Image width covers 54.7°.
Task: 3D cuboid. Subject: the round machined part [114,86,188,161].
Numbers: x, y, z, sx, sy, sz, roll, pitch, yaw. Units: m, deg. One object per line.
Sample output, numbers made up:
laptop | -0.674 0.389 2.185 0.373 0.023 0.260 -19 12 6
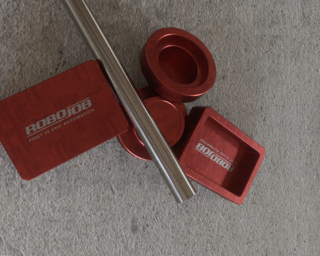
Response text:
round machined part | -0.007 -0.006 0.399 0.099 0.042 0.097 0 90 -20

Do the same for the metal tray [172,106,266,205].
metal tray | 0.080 0.039 0.426 0.130 0.030 0.090 33 79 -28

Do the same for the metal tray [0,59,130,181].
metal tray | -0.113 -0.010 0.355 0.131 0.030 0.090 -28 97 -9

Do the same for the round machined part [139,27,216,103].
round machined part | 0.019 -0.076 0.397 0.099 0.042 0.098 11 64 -23

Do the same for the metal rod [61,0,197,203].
metal rod | -0.044 -0.051 0.358 0.025 0.025 0.299 -29 87 -18
